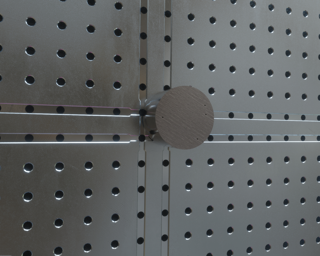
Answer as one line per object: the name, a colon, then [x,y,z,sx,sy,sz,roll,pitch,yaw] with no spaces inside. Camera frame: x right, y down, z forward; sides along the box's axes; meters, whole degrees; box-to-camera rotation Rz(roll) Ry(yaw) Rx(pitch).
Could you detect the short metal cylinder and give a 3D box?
short metal cylinder: [0.023,-0.013,0.409,0.081,0.050,0.079,0,90,-20]
